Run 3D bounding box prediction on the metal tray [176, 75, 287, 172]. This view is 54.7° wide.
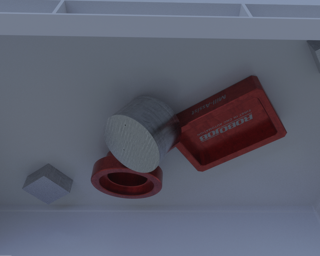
[{"bbox_3d":[0.085,0.000,0.406,0.130,0.030,0.090,-27,126,21],"label":"metal tray"}]

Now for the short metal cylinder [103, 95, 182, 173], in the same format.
[{"bbox_3d":[-0.021,0.007,0.376,0.080,0.050,0.079,20,131,25],"label":"short metal cylinder"}]

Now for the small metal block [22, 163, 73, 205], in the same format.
[{"bbox_3d":[-0.174,0.088,0.481,0.050,0.025,0.050,-30,125,22],"label":"small metal block"}]

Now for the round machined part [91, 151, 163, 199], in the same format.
[{"bbox_3d":[-0.045,0.062,0.440,0.099,0.042,0.098,2,145,2],"label":"round machined part"}]

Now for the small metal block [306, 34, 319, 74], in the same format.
[{"bbox_3d":[0.199,-0.084,0.341,0.050,0.025,0.050,-28,125,21],"label":"small metal block"}]
